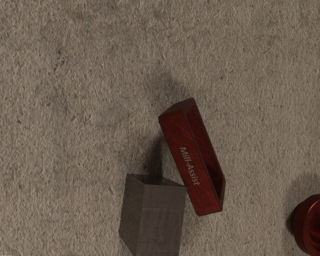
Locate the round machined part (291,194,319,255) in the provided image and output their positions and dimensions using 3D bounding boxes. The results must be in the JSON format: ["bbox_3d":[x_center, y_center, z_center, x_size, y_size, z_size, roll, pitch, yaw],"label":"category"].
[{"bbox_3d":[0.251,0.154,0.495,0.099,0.042,0.097,0,90,-21],"label":"round machined part"}]

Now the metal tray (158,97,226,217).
[{"bbox_3d":[0.045,0.032,0.392,0.030,0.090,0.129,-19,99,19],"label":"metal tray"}]

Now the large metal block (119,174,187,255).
[{"bbox_3d":[-0.012,0.103,0.377,0.050,0.080,0.080,8,87,-20],"label":"large metal block"}]
